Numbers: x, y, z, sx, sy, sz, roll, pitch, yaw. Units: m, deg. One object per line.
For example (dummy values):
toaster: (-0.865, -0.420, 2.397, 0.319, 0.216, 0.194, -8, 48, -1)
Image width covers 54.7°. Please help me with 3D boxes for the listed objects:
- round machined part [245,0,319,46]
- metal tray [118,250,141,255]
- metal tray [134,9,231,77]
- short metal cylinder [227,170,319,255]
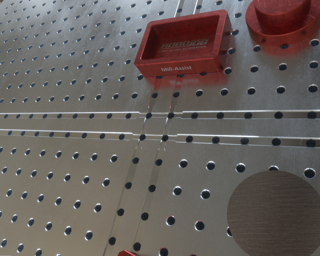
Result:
round machined part: (0.163, -0.160, 0.410, 0.098, 0.042, 0.098, -13, 56, 20)
metal tray: (-0.001, 0.185, 0.290, 0.130, 0.030, 0.090, 14, 69, 33)
metal tray: (0.034, -0.124, 0.462, 0.130, 0.030, 0.090, 1, 62, 28)
short metal cylinder: (0.107, 0.085, 0.283, 0.080, 0.050, 0.080, -13, 56, 20)
